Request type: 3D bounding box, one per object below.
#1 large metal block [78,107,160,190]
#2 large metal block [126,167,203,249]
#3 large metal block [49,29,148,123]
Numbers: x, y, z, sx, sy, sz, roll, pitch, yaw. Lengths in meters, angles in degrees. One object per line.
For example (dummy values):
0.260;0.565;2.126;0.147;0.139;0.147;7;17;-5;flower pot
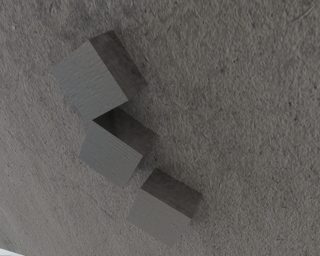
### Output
-0.060;0.027;0.439;0.080;0.050;0.079;35;129;5;large metal block
0.006;0.119;0.461;0.080;0.050;0.079;30;128;9;large metal block
-0.077;-0.064;0.392;0.080;0.050;0.080;-23;106;36;large metal block
